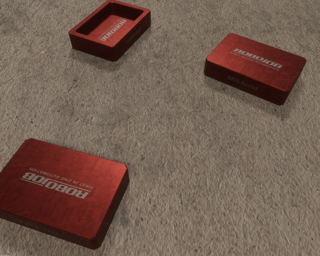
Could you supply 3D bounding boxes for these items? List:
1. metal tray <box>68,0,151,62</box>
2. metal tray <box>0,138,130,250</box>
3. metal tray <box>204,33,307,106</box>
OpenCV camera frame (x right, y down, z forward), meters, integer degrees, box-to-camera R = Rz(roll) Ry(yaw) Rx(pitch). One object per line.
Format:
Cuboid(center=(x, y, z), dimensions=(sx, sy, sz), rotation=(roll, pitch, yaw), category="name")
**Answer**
Cuboid(center=(-0.085, -0.176, 0.546), dimensions=(0.090, 0.030, 0.130), rotation=(21, 53, 16), category="metal tray")
Cuboid(center=(-0.110, 0.068, 0.342), dimensions=(0.131, 0.030, 0.090), rotation=(14, 51, 11), category="metal tray")
Cuboid(center=(0.147, -0.095, 0.482), dimensions=(0.130, 0.030, 0.090), rotation=(27, 55, 20), category="metal tray")
